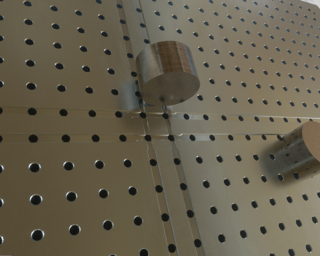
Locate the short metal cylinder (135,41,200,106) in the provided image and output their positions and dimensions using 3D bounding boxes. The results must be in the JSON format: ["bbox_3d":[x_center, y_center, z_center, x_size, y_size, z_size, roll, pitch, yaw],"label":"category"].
[{"bbox_3d":[0.009,-0.072,0.421,0.081,0.080,0.050,3,61,-27],"label":"short metal cylinder"}]

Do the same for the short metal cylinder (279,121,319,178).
[{"bbox_3d":[0.242,0.035,0.500,0.081,0.050,0.080,14,56,-21],"label":"short metal cylinder"}]
